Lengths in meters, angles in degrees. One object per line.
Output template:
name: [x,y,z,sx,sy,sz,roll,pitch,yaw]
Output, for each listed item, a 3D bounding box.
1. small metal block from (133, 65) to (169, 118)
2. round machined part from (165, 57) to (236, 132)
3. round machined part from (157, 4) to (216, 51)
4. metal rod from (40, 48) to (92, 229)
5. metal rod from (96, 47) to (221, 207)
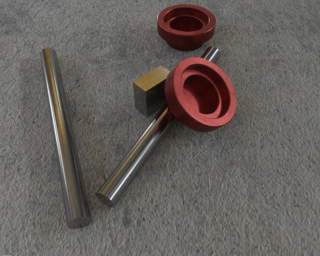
small metal block: [-0.009,-0.051,0.430,0.050,0.050,0.025,-36,59,-26]
round machined part: [0.049,-0.040,0.407,0.099,0.042,0.098,12,65,-26]
round machined part: [0.044,-0.170,0.535,0.099,0.042,0.098,0,50,0]
metal rod: [-0.132,-0.011,0.410,0.025,0.025,0.300,-15,52,-12]
metal rod: [0.014,-0.022,0.421,0.025,0.025,0.301,23,54,18]
